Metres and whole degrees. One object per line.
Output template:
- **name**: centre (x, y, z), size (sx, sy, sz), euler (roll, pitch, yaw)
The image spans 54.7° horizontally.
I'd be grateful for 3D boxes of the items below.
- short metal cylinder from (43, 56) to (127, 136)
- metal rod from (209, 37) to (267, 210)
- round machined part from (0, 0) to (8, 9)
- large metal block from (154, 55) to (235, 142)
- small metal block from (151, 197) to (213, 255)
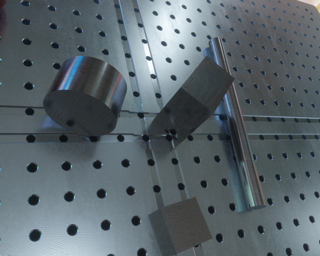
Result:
- **short metal cylinder**: centre (-0.082, -0.034, 0.350), size (0.080, 0.080, 0.050), euler (23, 53, -15)
- **metal rod**: centre (0.115, -0.024, 0.486), size (0.025, 0.025, 0.299), euler (8, 58, -25)
- **round machined part**: centre (-0.237, -0.173, 0.375), size (0.099, 0.042, 0.098), euler (14, 56, -21)
- **large metal block**: centre (0.046, -0.039, 0.424), size (0.050, 0.080, 0.080), euler (39, 51, -2)
- **small metal block**: centre (0.025, 0.112, 0.354), size (0.050, 0.025, 0.050), euler (-9, 66, -32)
